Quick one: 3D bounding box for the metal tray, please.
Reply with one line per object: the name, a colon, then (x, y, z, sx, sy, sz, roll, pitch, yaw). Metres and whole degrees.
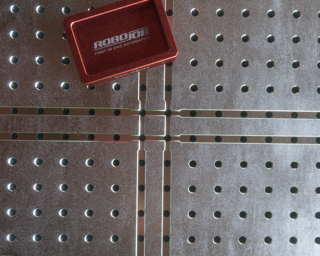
metal tray: (-0.051, -0.116, 0.410, 0.131, 0.030, 0.090, -17, 90, -1)
